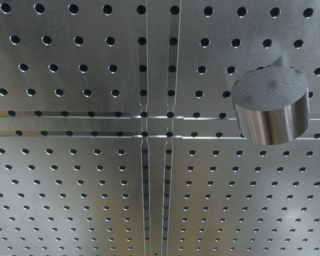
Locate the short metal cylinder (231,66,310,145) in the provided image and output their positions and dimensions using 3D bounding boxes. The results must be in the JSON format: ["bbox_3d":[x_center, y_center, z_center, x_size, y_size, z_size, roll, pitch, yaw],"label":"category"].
[{"bbox_3d":[0.126,-0.027,0.354,0.080,0.080,0.050,-15,129,12],"label":"short metal cylinder"}]
